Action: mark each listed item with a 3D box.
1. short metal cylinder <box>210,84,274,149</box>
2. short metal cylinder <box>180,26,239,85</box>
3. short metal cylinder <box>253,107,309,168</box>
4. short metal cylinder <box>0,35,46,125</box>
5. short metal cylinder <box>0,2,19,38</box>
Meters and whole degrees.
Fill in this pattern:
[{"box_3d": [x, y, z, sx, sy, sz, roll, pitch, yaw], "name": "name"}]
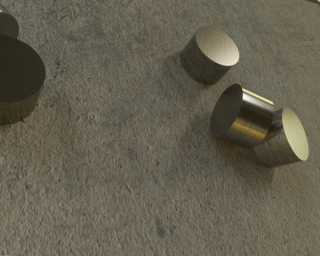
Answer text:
[{"box_3d": [0.114, -0.016, 0.439, 0.050, 0.080, 0.080, 21, 54, -15], "name": "short metal cylinder"}, {"box_3d": [0.080, -0.117, 0.502, 0.081, 0.050, 0.080, 14, 56, -21], "name": "short metal cylinder"}, {"box_3d": [0.176, 0.015, 0.457, 0.080, 0.050, 0.080, 23, 56, -39], "name": "short metal cylinder"}, {"box_3d": [-0.167, -0.050, 0.325, 0.081, 0.050, 0.080, 14, 59, -24], "name": "short metal cylinder"}, {"box_3d": [-0.201, -0.108, 0.326, 0.050, 0.080, 0.080, 48, 51, 6], "name": "short metal cylinder"}]
